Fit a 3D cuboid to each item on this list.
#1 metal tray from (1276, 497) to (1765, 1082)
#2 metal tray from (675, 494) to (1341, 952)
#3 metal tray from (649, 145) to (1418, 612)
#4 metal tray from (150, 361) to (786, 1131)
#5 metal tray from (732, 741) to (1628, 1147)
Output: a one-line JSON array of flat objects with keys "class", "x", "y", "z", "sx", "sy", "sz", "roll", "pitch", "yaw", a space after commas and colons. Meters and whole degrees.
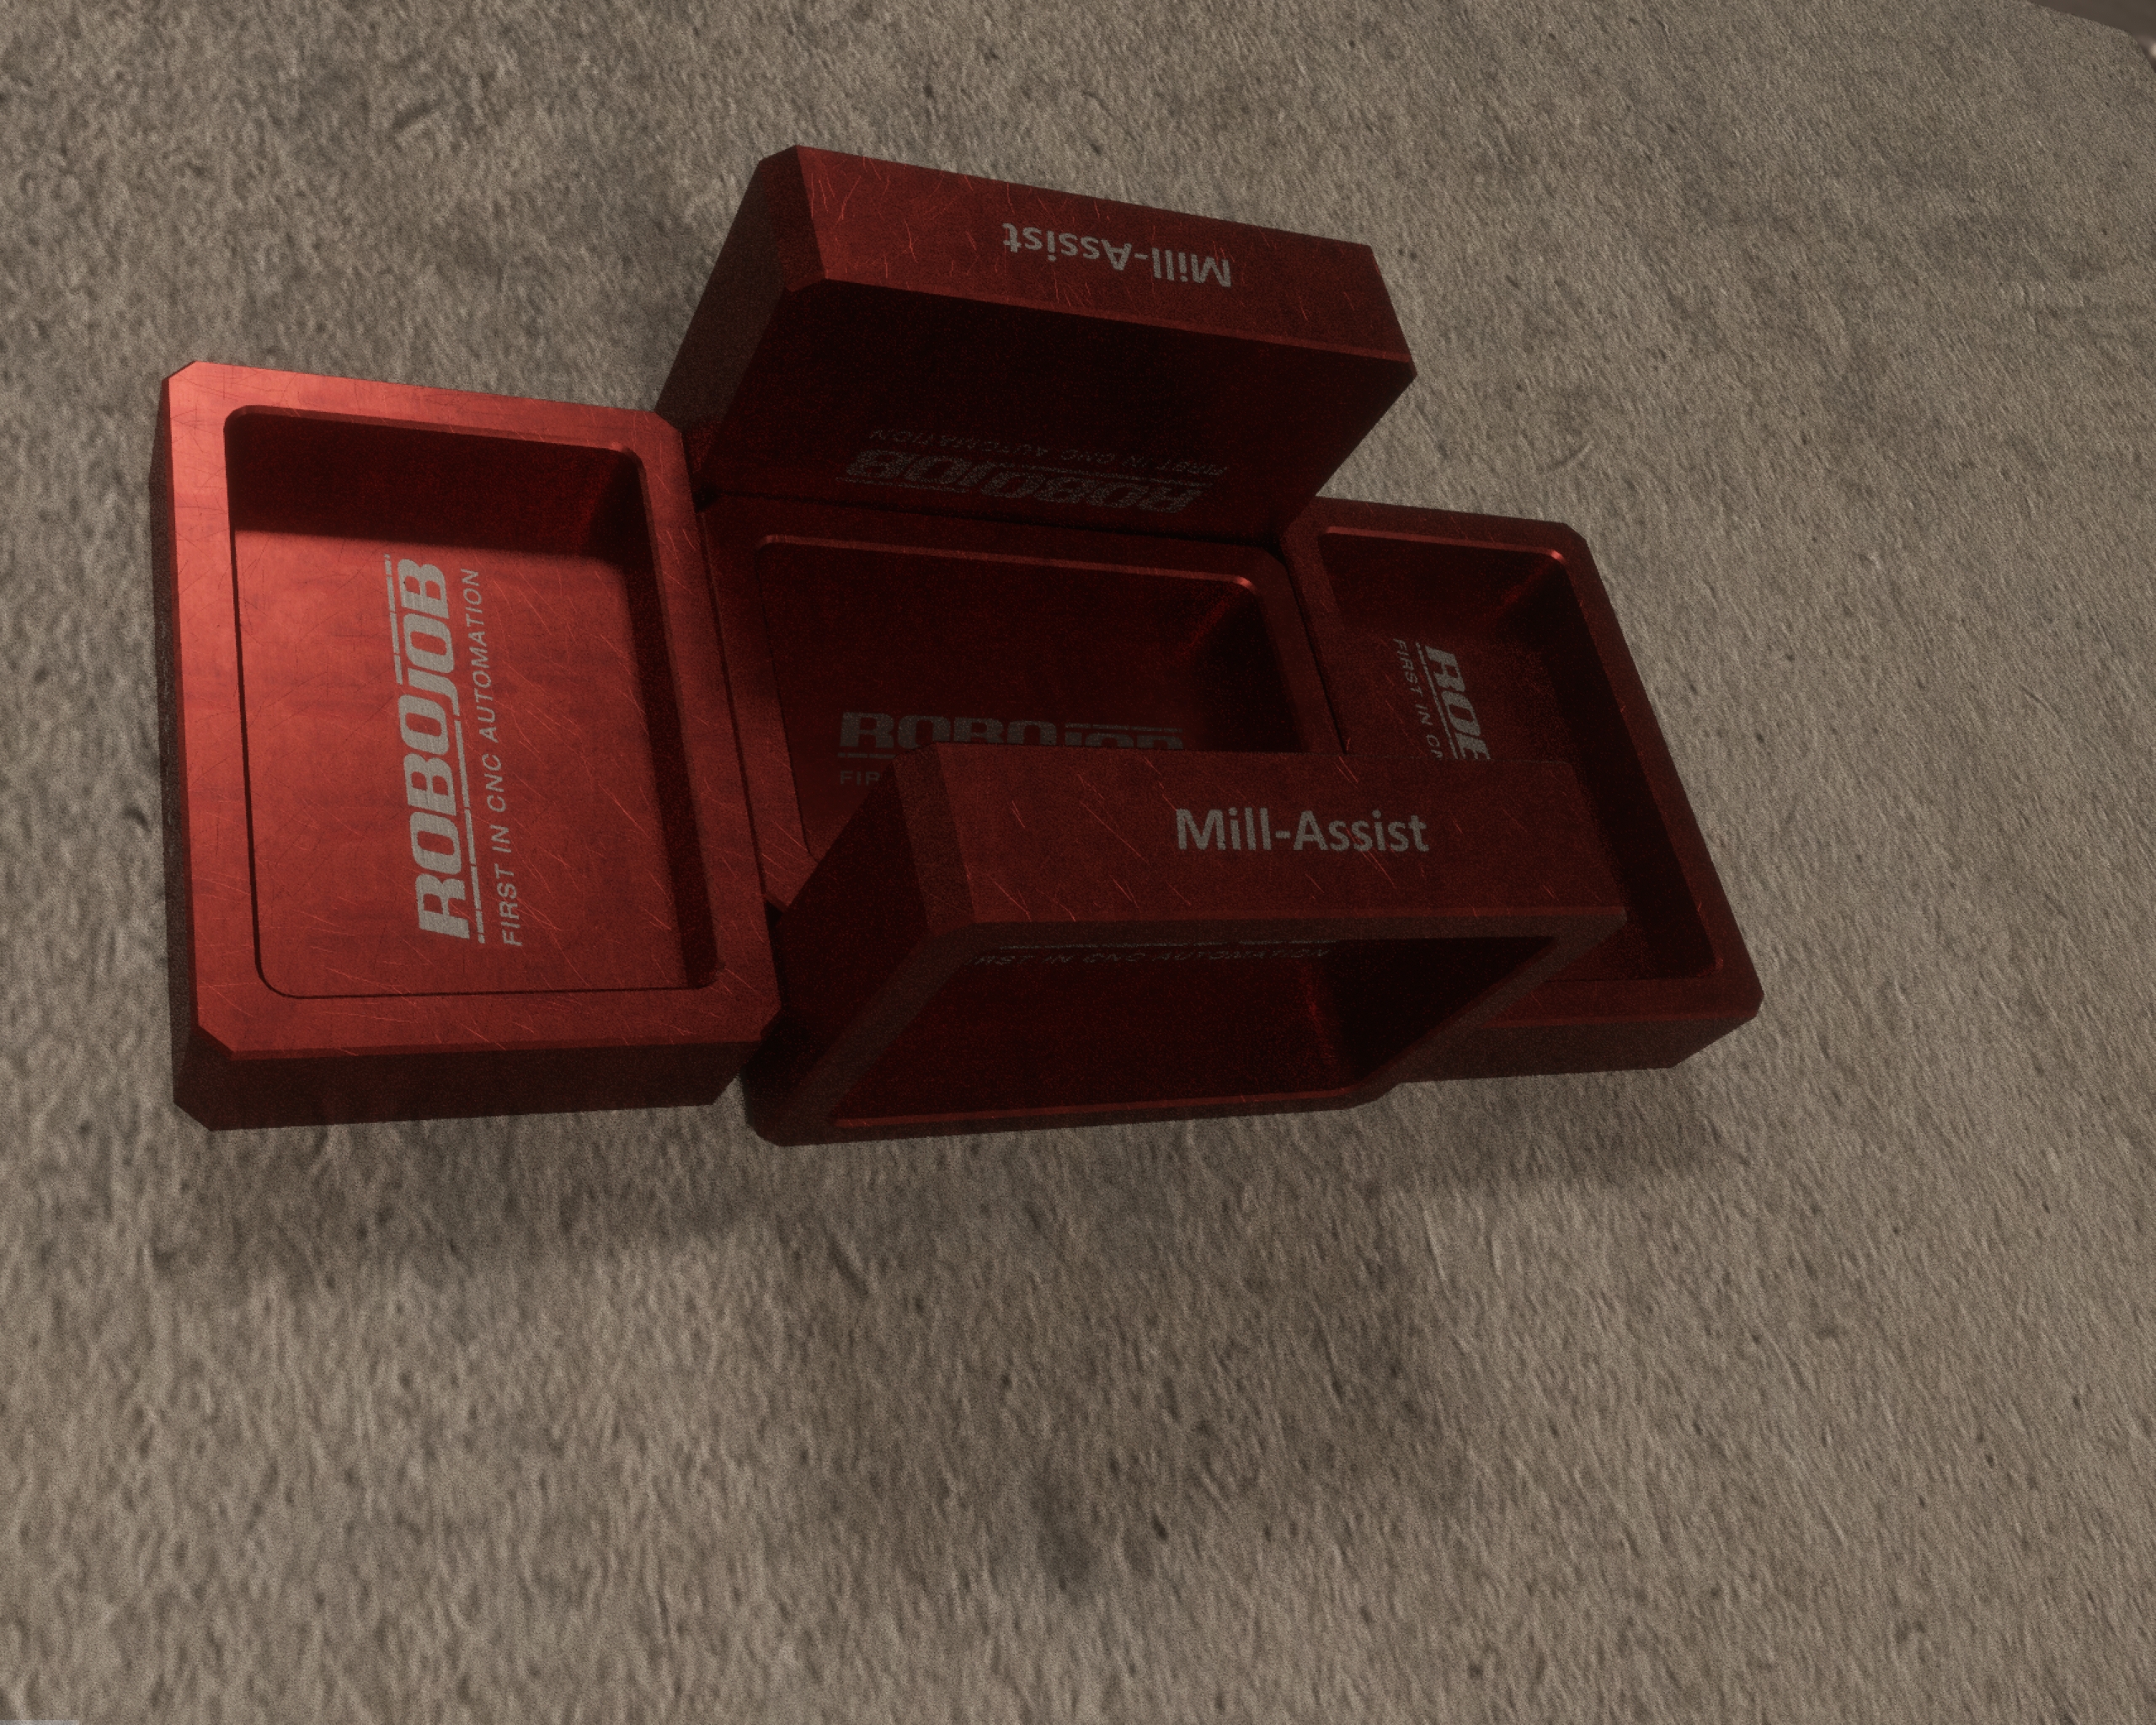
[{"class": "metal tray", "x": 0.089, "y": -0.018, "z": 0.463, "sx": 0.091, "sy": 0.030, "sz": 0.130, "roll": 0, "pitch": 62, "yaw": -28}, {"class": "metal tray", "x": -0.010, "y": -0.022, "z": 0.411, "sx": 0.131, "sy": 0.030, "sz": 0.090, "roll": 1, "pitch": 61, "yaw": -28}, {"class": "metal tray", "x": -0.011, "y": -0.089, "z": 0.414, "sx": 0.131, "sy": 0.090, "sz": 0.030, "roll": 0, "pitch": 62, "yaw": -29}, {"class": "metal tray", "x": -0.107, "y": -0.022, "z": 0.358, "sx": 0.091, "sy": 0.030, "sz": 0.130, "roll": 0, "pitch": 62, "yaw": -28}, {"class": "metal tray", "x": 0.017, "y": 0.016, "z": 0.362, "sx": 0.131, "sy": 0.090, "sz": 0.030, "roll": 0, "pitch": 62, "yaw": -29}]
